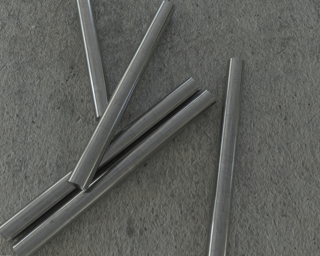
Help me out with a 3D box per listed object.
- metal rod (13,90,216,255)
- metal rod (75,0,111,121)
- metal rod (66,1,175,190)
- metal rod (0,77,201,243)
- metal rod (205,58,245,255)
[{"bbox_3d":[-0.046,0.050,0.389,0.301,0.025,0.025,-39,75,-13],"label":"metal rod"},{"bbox_3d":[-0.107,-0.150,0.461,0.025,0.025,0.299,-12,70,-4],"label":"metal rod"},{"bbox_3d":[-0.041,-0.060,0.413,0.025,0.025,0.300,20,65,7],"label":"metal rod"},{"bbox_3d":[-0.066,0.032,0.395,0.301,0.025,0.025,-39,75,-13],"label":"metal rod"},{"bbox_3d":[0.083,0.045,0.391,0.025,0.025,0.299,9,70,3],"label":"metal rod"}]
